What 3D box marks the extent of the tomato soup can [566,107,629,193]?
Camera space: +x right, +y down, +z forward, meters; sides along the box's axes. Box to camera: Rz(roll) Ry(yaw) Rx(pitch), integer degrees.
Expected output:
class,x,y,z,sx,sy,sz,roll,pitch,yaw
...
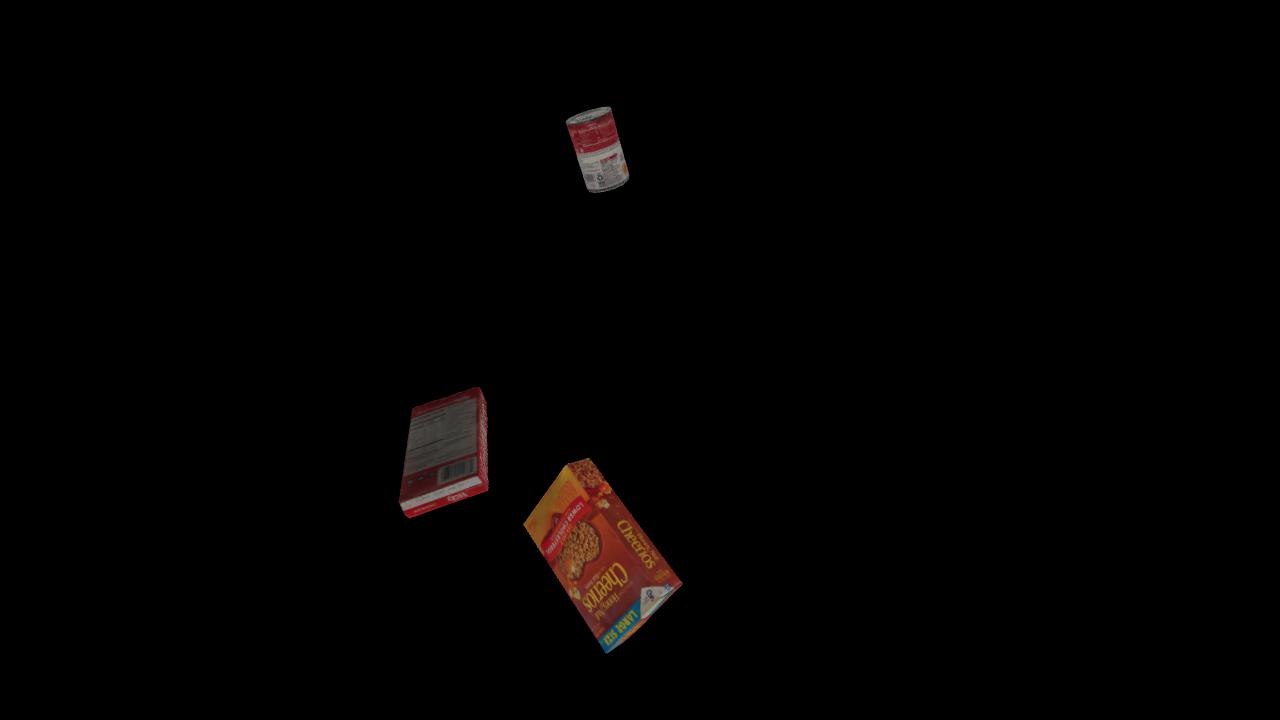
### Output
class,x,y,z,sx,sy,sz,roll,pitch,yaw
tomato soup can,-0.059,-0.301,0.882,0.068,0.101,0.068,-13,32,8

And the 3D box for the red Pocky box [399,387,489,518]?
class,x,y,z,sx,sy,sz,roll,pitch,yaw
red Pocky box,-0.203,0.091,0.648,0.083,0.028,0.155,-19,34,-2

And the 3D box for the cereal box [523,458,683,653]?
class,x,y,z,sx,sy,sz,roll,pitch,yaw
cereal box,-0.081,0.370,1.181,0.081,0.306,0.203,-8,-39,-50
